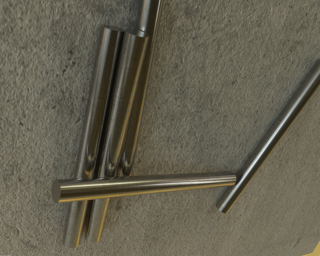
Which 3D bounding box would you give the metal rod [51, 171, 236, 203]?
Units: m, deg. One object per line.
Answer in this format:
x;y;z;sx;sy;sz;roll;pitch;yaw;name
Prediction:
0.004;0.077;0.427;0.302;0.025;0.025;5;117;-40;metal rod

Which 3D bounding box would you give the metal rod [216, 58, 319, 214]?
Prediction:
0.186;0.021;0.520;0.025;0.025;0.299;21;107;-36;metal rod

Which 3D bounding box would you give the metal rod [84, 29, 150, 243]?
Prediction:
-0.060;0.031;0.380;0.025;0.025;0.298;0;123;-28;metal rod

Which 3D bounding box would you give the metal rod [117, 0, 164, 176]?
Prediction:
-0.027;-0.044;0.364;0.025;0.025;0.298;-3;120;-27;metal rod

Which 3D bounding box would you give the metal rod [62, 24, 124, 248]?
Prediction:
-0.086;0.029;0.376;0.025;0.025;0.298;2;118;-29;metal rod
